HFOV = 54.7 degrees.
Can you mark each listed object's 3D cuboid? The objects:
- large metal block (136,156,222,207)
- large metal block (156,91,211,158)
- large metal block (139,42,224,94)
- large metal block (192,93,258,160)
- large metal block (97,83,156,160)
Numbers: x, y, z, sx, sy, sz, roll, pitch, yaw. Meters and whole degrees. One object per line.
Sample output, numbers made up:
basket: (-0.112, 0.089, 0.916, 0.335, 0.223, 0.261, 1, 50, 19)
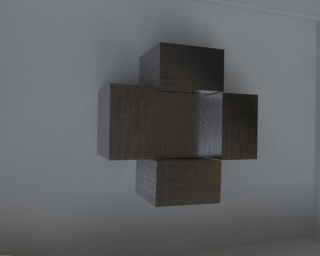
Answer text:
large metal block: (0.020, 0.062, 0.387, 0.081, 0.080, 0.050, 2, 90, -20)
large metal block: (0.017, -0.004, 0.401, 0.081, 0.050, 0.080, 1, 90, -20)
large metal block: (0.024, -0.068, 0.388, 0.081, 0.080, 0.050, 1, 90, -20)
large metal block: (0.083, -0.002, 0.411, 0.050, 0.080, 0.080, 1, 90, -20)
large metal block: (-0.042, -0.006, 0.365, 0.050, 0.080, 0.080, 1, 90, -20)
